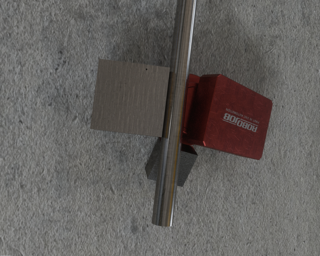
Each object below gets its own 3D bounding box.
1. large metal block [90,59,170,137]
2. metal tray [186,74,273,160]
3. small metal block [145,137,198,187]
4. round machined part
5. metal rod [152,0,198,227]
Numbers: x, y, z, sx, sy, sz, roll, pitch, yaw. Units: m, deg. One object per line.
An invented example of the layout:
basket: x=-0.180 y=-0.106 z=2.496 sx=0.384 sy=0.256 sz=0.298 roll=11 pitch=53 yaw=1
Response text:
large metal block: x=-0.034 y=-0.033 z=0.373 sx=0.081 sy=0.050 sz=0.080 roll=7 pitch=88 yaw=-2
metal tray: x=0.099 y=-0.011 z=0.421 sx=0.131 sy=0.030 sz=0.090 roll=16 pitch=85 yaw=-40
small metal block: x=0.014 y=0.045 z=0.405 sx=0.050 sy=0.025 sz=0.050 roll=17 pitch=110 yaw=-19
round machined part: x=0.037 y=-0.025 z=0.415 sx=0.099 sy=0.042 sz=0.097 roll=0 pitch=90 yaw=-20
metal rod: x=0.020 y=-0.036 z=0.373 sx=0.025 sy=0.025 sz=0.298 roll=8 pitch=85 yaw=-20
